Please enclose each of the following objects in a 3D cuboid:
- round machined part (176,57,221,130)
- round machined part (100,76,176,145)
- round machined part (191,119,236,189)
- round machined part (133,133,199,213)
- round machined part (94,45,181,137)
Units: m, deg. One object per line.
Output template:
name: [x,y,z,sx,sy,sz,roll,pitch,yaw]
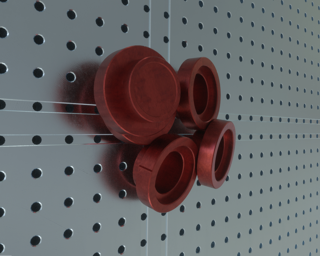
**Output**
round machined part: [0.045,-0.046,0.426,0.099,0.042,0.097,-3,94,-56]
round machined part: [-0.029,-0.029,0.374,0.099,0.042,0.097,0,90,-40]
round machined part: [0.073,0.034,0.446,0.099,0.042,0.097,-32,127,-54]
round machined part: [0.004,0.053,0.392,0.099,0.042,0.097,-23,121,-44]
round machined part: [-0.016,-0.039,0.331,0.099,0.042,0.097,0,90,-40]
